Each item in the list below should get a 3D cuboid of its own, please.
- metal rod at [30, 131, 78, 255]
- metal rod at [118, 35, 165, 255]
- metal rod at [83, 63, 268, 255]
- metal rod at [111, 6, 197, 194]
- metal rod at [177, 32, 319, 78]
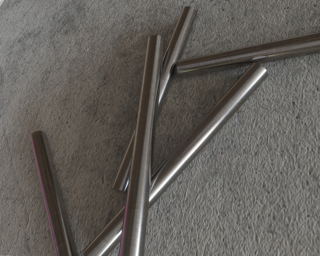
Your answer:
[{"bbox_3d":[-0.134,0.113,0.404,0.025,0.025,0.300,-35,51,5],"label":"metal rod"},{"bbox_3d":[-0.017,0.004,0.377,0.025,0.025,0.299,-9,58,23],"label":"metal rod"},{"bbox_3d":[0.022,0.038,0.368,0.300,0.025,0.025,-47,51,-5],"label":"metal rod"},{"bbox_3d":[-0.001,-0.053,0.436,0.025,0.025,0.300,6,65,31],"label":"metal rod"},{"bbox_3d":[0.165,-0.099,0.377,0.300,0.025,0.025,-6,59,25],"label":"metal rod"}]
